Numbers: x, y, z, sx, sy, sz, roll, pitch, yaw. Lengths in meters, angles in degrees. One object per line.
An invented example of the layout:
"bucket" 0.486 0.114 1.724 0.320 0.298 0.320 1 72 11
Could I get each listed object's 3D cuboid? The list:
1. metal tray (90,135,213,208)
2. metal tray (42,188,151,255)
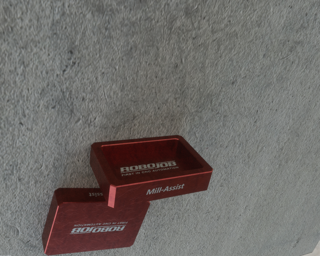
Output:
"metal tray" -0.012 0.048 0.387 0.131 0.090 0.030 -4 121 -26
"metal tray" -0.088 0.129 0.435 0.131 0.030 0.089 7 115 -32
